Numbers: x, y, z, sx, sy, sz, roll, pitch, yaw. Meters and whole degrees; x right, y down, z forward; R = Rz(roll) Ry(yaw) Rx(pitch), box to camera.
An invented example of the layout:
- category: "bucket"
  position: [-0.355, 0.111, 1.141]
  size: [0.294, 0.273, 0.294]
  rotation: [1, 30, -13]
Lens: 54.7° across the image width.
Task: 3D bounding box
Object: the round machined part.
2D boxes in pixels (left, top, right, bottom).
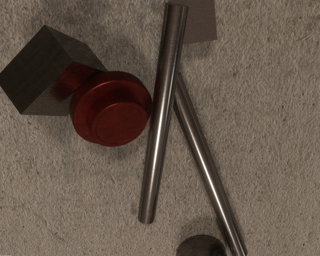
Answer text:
- category: "round machined part"
  position: [-0.054, -0.015, 0.370]
  size: [0.099, 0.042, 0.097]
  rotation: [-17, 137, -16]

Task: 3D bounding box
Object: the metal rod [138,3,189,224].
- category: "metal rod"
  position: [-0.001, 0.002, 0.392]
  size: [0.025, 0.025, 0.298]
  rotation: [7, 117, -3]

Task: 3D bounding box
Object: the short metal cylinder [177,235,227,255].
- category: "short metal cylinder"
  position: [0.067, 0.213, 0.476]
  size: [0.081, 0.050, 0.079]
  rotation: [0, 110, -1]

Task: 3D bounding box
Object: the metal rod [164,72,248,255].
- category: "metal rod"
  position: [0.069, 0.065, 0.434]
  size: [0.025, 0.025, 0.299]
  rotation: [-21, 109, 7]

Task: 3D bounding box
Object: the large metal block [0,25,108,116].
- category: "large metal block"
  position: [-0.117, -0.059, 0.350]
  size: [0.080, 0.080, 0.050]
  rotation: [-41, 79, 13]

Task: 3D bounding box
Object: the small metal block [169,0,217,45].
- category: "small metal block"
  position: [0.038, -0.127, 0.364]
  size: [0.050, 0.025, 0.050]
  rotation: [-8, 110, 2]
